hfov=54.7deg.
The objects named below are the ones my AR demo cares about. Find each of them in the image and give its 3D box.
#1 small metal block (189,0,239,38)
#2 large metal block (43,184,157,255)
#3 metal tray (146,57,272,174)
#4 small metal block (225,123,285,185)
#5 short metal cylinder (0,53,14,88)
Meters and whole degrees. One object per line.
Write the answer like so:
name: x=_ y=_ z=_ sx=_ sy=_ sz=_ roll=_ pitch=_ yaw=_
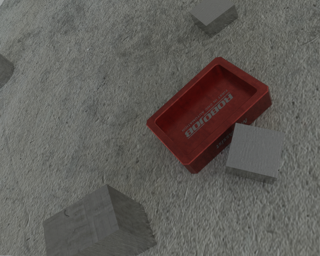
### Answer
small metal block: x=0.081 y=-0.171 z=0.467 sx=0.050 sy=0.025 sz=0.050 roll=-37 pitch=51 yaw=3
large metal block: x=-0.062 y=0.113 z=0.332 sx=0.080 sy=0.080 sz=0.050 roll=-31 pitch=52 yaw=8
metal tray: x=0.058 y=-0.019 z=0.381 sx=0.130 sy=0.030 sz=0.090 roll=-43 pitch=51 yaw=-2
small metal block: x=0.099 y=0.027 z=0.326 sx=0.050 sy=0.025 sz=0.050 roll=12 pitch=67 yaw=14
short metal cylinder: x=-0.357 y=-0.123 z=0.651 sx=0.080 sy=0.050 sz=0.080 roll=-13 pitch=56 yaw=21
